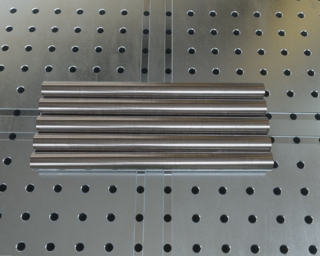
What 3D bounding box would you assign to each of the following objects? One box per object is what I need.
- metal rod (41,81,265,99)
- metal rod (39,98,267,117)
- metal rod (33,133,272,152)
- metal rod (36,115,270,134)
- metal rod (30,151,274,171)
[{"bbox_3d":[-0.009,-0.051,0.430,0.302,0.025,0.025,0,70,-1],"label":"metal rod"},{"bbox_3d":[-0.009,-0.028,0.422,0.302,0.025,0.025,0,70,-1],"label":"metal rod"},{"bbox_3d":[-0.009,0.020,0.404,0.302,0.025,0.025,0,70,-1],"label":"metal rod"},{"bbox_3d":[-0.009,-0.004,0.413,0.302,0.025,0.025,0,70,-1],"label":"metal rod"},{"bbox_3d":[-0.009,0.042,0.396,0.302,0.025,0.025,0,70,-1],"label":"metal rod"}]
